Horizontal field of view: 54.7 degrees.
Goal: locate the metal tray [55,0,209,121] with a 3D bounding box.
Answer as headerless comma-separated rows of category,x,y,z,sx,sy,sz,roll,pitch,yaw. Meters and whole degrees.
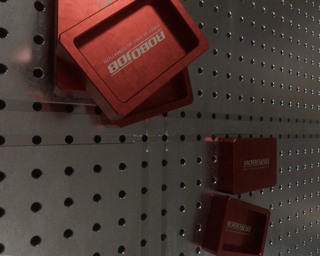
metal tray,-0.023,-0.081,0.309,0.131,0.030,0.090,-42,100,-23

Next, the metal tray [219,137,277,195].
metal tray,0.156,0.062,0.540,0.131,0.030,0.089,1,90,-40

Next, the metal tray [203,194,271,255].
metal tray,0.133,0.169,0.520,0.131,0.030,0.090,25,75,-38

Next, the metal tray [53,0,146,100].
metal tray,-0.063,-0.097,0.328,0.091,0.030,0.129,2,82,-24

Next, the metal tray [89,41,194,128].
metal tray,-0.019,-0.060,0.391,0.131,0.030,0.089,-21,103,-38
